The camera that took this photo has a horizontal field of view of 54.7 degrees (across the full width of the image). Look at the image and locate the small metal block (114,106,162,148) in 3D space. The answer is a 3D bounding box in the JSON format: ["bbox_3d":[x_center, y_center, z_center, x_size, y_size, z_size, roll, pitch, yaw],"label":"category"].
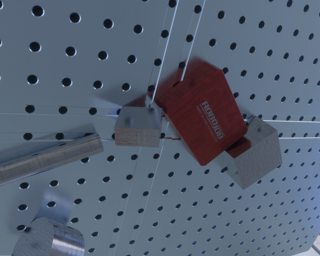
[{"bbox_3d":[-0.024,-0.002,0.370,0.050,0.050,0.025,3,122,3],"label":"small metal block"}]

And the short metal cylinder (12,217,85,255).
[{"bbox_3d":[-0.144,0.162,0.398,0.080,0.080,0.050,-46,130,3],"label":"short metal cylinder"}]

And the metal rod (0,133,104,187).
[{"bbox_3d":[-0.210,0.063,0.335,0.302,0.025,0.025,-18,126,-18],"label":"metal rod"}]

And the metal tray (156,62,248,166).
[{"bbox_3d":[0.064,-0.015,0.436,0.090,0.030,0.130,-38,130,-3],"label":"metal tray"}]

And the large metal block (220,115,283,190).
[{"bbox_3d":[0.145,0.040,0.502,0.080,0.050,0.080,-32,129,-8],"label":"large metal block"}]
